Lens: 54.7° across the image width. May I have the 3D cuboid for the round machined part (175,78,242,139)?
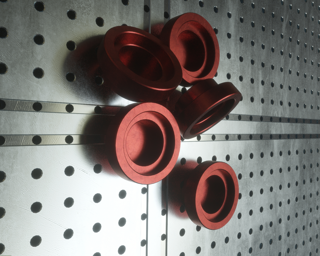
[{"bbox_3d":[0.060,-0.031,0.427,0.099,0.097,0.042,-21,67,-38],"label":"round machined part"}]

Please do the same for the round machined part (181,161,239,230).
[{"bbox_3d":[0.071,0.097,0.460,0.099,0.042,0.097,0,90,-40],"label":"round machined part"}]

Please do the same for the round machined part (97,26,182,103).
[{"bbox_3d":[-0.026,-0.068,0.358,0.099,0.042,0.098,21,45,-22],"label":"round machined part"}]

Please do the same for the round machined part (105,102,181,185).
[{"bbox_3d":[-0.024,0.017,0.379,0.099,0.042,0.097,-1,92,-40],"label":"round machined part"}]

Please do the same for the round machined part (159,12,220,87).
[{"bbox_3d":[0.035,-0.105,0.430,0.099,0.042,0.097,0,90,-40],"label":"round machined part"}]
